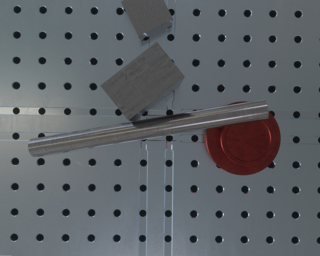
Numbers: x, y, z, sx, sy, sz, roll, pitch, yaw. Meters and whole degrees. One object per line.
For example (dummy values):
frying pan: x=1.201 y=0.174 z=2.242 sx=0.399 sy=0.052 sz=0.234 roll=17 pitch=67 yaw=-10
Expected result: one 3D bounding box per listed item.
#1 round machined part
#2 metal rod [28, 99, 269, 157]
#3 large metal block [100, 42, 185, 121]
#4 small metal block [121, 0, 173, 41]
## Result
round machined part: x=0.110 y=0.014 z=0.406 sx=0.099 sy=0.042 sz=0.097 roll=0 pitch=90 yaw=0
metal rod: x=-0.021 y=0.002 z=0.389 sx=0.301 sy=0.025 sz=0.025 roll=-9 pitch=90 yaw=9
large metal block: x=-0.019 y=-0.053 z=0.386 sx=0.080 sy=0.080 sz=0.050 roll=-38 pitch=90 yaw=0
small metal block: x=-0.017 y=-0.152 z=0.413 sx=0.050 sy=0.025 sz=0.050 roll=-27 pitch=90 yaw=0
